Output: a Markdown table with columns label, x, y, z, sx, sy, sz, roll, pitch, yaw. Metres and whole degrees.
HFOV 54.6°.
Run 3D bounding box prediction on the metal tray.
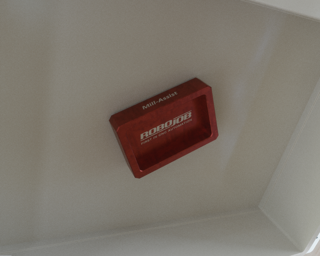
| label | x | y | z | sx | sy | sz | roll | pitch | yaw |
| --- | --- | --- | --- | --- | --- | --- | --- | --- | --- |
| metal tray | 0.010 | 0.000 | 0.406 | 0.131 | 0.030 | 0.090 | -26 | 128 | -13 |
